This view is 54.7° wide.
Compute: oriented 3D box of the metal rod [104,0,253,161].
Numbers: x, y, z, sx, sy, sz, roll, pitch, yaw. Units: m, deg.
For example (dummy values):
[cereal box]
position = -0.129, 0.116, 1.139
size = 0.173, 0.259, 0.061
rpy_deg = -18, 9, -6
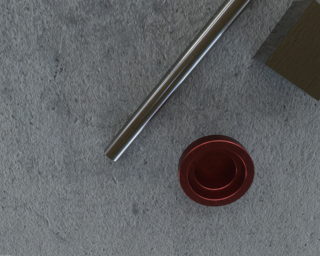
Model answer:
[metal rod]
position = 0.028, -0.073, 0.383
size = 0.025, 0.025, 0.299
rpy_deg = 37, 106, -13

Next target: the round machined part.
[round machined part]
position = 0.074, 0.054, 0.421
size = 0.099, 0.042, 0.097
rpy_deg = 0, 110, 0

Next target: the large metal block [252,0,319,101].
[large metal block]
position = 0.172, -0.091, 0.365
size = 0.080, 0.050, 0.080
rpy_deg = 31, 107, -11
